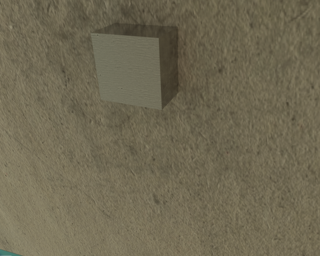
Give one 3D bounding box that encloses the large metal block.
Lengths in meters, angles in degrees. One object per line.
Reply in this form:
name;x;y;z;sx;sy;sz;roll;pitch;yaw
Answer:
large metal block;-0.026;-0.073;0.358;0.080;0.050;0.079;11;123;22
